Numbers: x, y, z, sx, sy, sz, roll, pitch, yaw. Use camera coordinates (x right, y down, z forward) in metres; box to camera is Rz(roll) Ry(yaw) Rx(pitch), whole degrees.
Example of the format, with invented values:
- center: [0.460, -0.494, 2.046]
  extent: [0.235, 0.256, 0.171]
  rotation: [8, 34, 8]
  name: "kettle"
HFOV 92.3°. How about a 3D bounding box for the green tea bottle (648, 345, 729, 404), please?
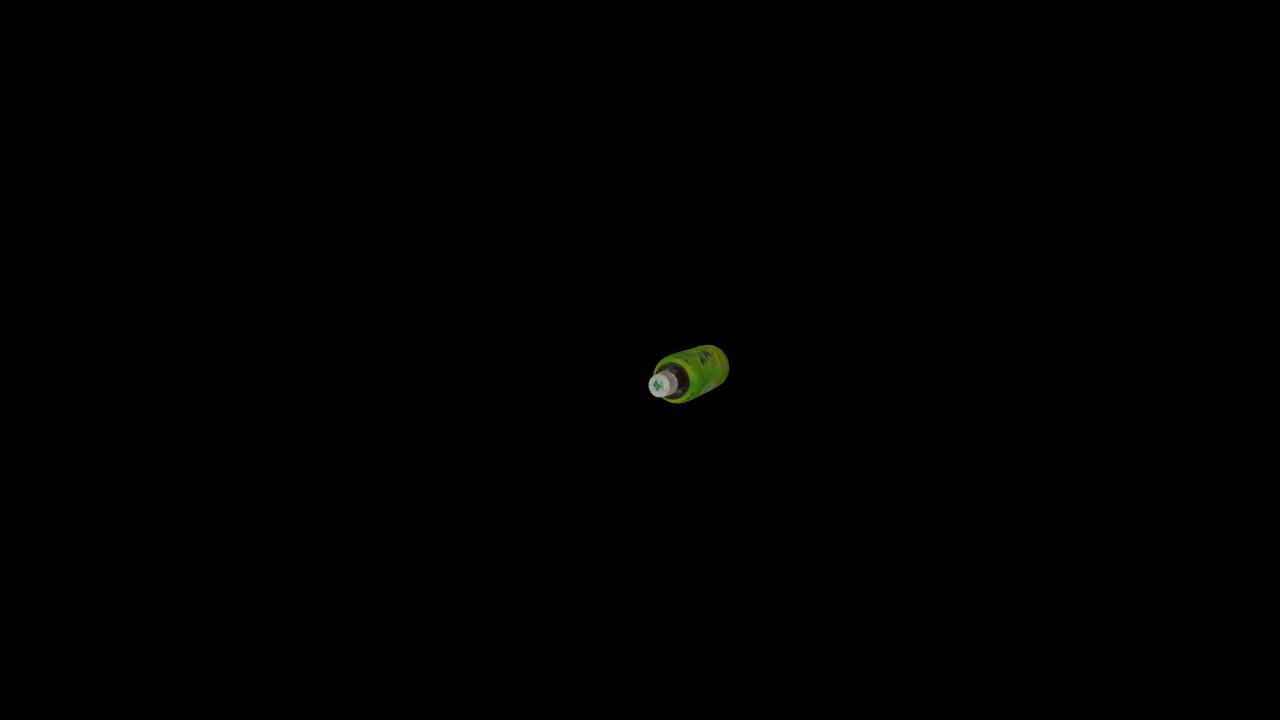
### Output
- center: [0.068, 0.022, 0.874]
  extent: [0.073, 0.073, 0.212]
  rotation: [0, 7, 22]
  name: "green tea bottle"
